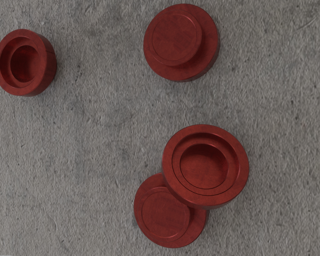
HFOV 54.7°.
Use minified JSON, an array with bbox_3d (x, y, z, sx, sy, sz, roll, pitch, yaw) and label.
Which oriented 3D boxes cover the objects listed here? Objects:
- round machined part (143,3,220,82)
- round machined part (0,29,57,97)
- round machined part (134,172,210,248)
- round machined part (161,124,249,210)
[{"bbox_3d":[0.024,-0.109,0.391,0.098,0.042,0.097,0,90,20],"label":"round machined part"},{"bbox_3d":[-0.197,-0.096,0.470,0.098,0.042,0.097,0,90,20],"label":"round machined part"},{"bbox_3d":[0.011,0.105,0.396,0.098,0.042,0.097,0,90,20],"label":"round machined part"},{"bbox_3d":[0.050,0.048,0.366,0.099,0.042,0.098,1,63,-3],"label":"round machined part"}]
